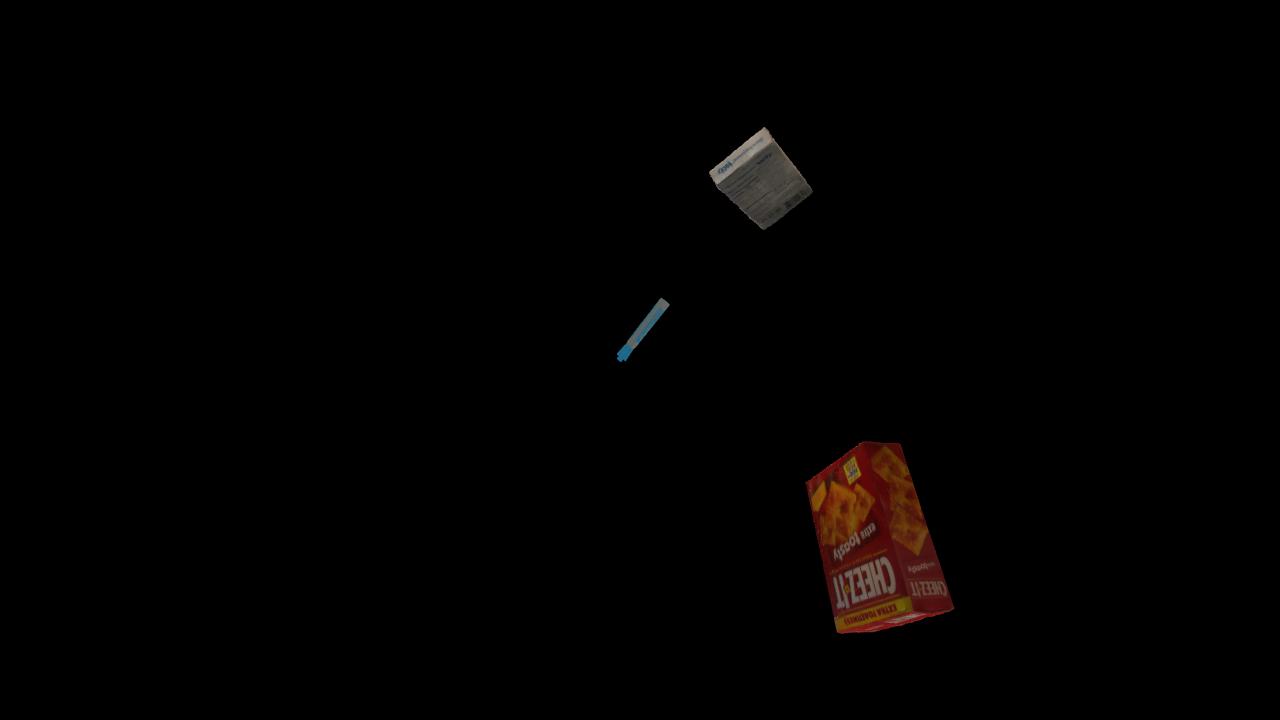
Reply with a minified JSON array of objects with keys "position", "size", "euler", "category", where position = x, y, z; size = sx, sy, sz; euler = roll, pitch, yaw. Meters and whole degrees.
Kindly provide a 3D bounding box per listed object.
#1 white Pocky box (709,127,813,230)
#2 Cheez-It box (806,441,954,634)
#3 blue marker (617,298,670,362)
[{"position":[0.156,-0.222,0.775],"size":[0.084,0.028,0.154],"euler":[-36,-26,22],"category":"white Pocky box"},{"position":[0.315,0.245,0.846],"size":[0.071,0.223,0.166],"euler":[5,-32,-16],"category":"Cheez-It box"},{"position":[0.003,-0.046,0.981],"size":[0.020,0.121,0.020],"euler":[38,0,0],"category":"blue marker"}]
